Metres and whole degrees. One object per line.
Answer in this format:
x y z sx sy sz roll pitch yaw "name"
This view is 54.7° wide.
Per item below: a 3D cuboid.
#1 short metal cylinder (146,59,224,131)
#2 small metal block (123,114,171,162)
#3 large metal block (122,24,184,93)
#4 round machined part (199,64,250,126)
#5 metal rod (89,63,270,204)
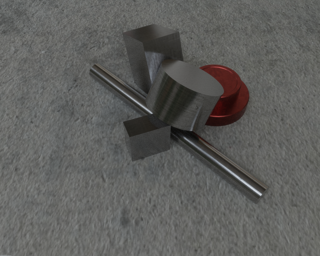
0.029 -0.041 0.375 0.080 0.050 0.080 19 31 -12 "short metal cylinder"
-0.016 0.011 0.380 0.050 0.050 0.025 -16 52 -14 "small metal block"
-0.008 -0.095 0.435 0.050 0.080 0.080 -22 32 -16 "large metal block"
0.077 -0.053 0.438 0.099 0.042 0.098 0 50 0 "round machined part"
0.008 -0.007 0.411 0.300 0.025 0.025 38 59 27 "metal rod"
